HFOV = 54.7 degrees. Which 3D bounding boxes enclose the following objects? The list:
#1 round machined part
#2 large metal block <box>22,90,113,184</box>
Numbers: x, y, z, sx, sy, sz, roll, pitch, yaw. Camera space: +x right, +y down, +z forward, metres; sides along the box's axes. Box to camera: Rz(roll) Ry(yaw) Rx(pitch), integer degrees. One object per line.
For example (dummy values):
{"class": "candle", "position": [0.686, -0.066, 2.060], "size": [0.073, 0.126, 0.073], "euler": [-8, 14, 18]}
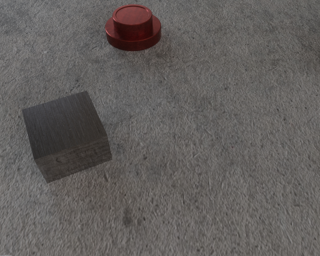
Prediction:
{"class": "round machined part", "position": [-0.047, -0.181, 0.544], "size": [0.099, 0.042, 0.098], "euler": [0, 50, 0]}
{"class": "large metal block", "position": [-0.113, 0.009, 0.379], "size": [0.081, 0.050, 0.080], "euler": [-20, 53, -16]}
